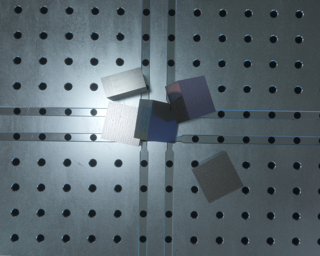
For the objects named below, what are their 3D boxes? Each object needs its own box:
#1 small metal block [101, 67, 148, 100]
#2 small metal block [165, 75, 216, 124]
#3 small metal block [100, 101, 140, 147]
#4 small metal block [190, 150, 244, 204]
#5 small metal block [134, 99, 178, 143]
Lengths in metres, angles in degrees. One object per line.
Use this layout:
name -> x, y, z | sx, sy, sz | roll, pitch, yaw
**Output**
small metal block -> -0.044, -0.056, 0.401 | 0.050, 0.050, 0.025 | -16, 90, 0
small metal block -> 0.040, -0.037, 0.401 | 0.050, 0.025, 0.050 | -18, 90, -40
small metal block -> -0.047, -0.005, 0.413 | 0.050, 0.025, 0.050 | 12, 90, 0
small metal block -> 0.075, 0.064, 0.414 | 0.050, 0.025, 0.050 | -27, 90, 0
small metal block -> -0.003, -0.008, 0.399 | 0.050, 0.025, 0.050 | 9, 90, -44
